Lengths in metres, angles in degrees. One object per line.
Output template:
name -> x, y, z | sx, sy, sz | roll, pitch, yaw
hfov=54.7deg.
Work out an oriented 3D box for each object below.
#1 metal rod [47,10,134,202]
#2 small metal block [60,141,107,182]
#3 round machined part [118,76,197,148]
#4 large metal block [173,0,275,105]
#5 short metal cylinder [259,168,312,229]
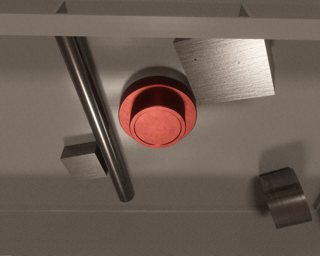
metal rod -> -0.077, -0.002, 0.406 | 0.025, 0.025, 0.298 | -7, 130, 5
small metal block -> -0.108, 0.049, 0.449 | 0.050, 0.025, 0.050 | -10, 130, 8
round machined part -> -0.003, -0.012, 0.387 | 0.099, 0.042, 0.097 | -1, 130, 0
large metal block -> 0.069, -0.074, 0.318 | 0.080, 0.050, 0.080 | -7, 132, 25
short metal cylinder -> 0.187, 0.106, 0.466 | 0.050, 0.080, 0.080 | -19, 128, 15
